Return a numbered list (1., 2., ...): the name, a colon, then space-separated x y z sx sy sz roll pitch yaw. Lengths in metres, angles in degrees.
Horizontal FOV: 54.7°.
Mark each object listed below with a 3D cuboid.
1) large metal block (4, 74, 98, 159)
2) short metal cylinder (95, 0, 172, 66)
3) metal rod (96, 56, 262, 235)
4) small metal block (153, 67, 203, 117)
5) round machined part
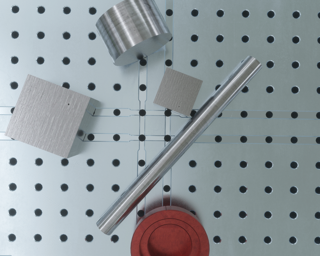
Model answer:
1. large metal block: -0.136 -0.014 0.399 0.080 0.050 0.080 21 90 -1
2. short metal cylinder: -0.032 -0.119 0.385 0.080 0.080 0.050 -27 90 0
3. metal rod: 0.026 0.023 0.413 0.025 0.025 0.300 42 90 -1
4. small metal block: 0.023 -0.047 0.414 0.050 0.025 0.050 21 90 -1
5. round machined part: 0.012 0.150 0.405 0.099 0.042 0.097 0 90 -1
